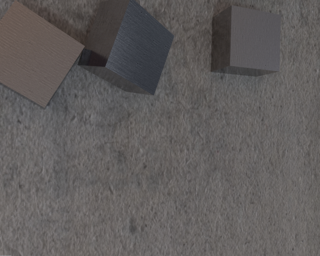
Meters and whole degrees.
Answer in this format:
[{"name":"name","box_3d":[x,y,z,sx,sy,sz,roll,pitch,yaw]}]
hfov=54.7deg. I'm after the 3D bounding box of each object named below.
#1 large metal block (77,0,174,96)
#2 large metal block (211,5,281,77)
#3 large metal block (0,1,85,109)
[{"name":"large metal block","box_3d":[-0.037,-0.092,0.365,0.080,0.050,0.080,26,80,-48]},{"name":"large metal block","box_3d":[0.122,-0.120,0.442,0.081,0.050,0.079,2,90,-20]},{"name":"large metal block","box_3d":[-0.143,-0.076,0.343,0.080,0.050,0.080,32,79,-17]}]
